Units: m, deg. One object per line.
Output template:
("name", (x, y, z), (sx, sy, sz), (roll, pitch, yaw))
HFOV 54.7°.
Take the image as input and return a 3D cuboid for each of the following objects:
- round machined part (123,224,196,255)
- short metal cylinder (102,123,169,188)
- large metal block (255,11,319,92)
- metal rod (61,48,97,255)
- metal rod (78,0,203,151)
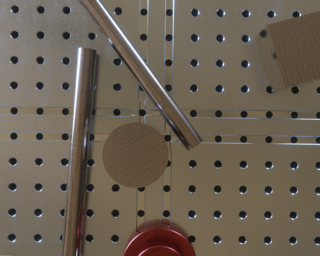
("round machined part", (0.000, 0.180, 0.405), (0.099, 0.042, 0.097), (0, 90, -1))
("short metal cylinder", (-0.030, 0.033, 0.401), (0.081, 0.050, 0.079), (0, 90, -1))
("large metal block", (0.181, -0.098, 0.403), (0.080, 0.050, 0.080), (-15, 90, -1))
("metal rod", (-0.109, 0.045, 0.411), (0.025, 0.025, 0.298), (5, 90, -1))
("metal rod", (-0.041, -0.098, 0.412), (0.025, 0.025, 0.299), (-36, 90, 0))
